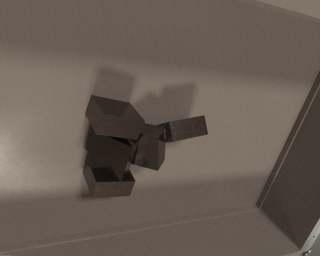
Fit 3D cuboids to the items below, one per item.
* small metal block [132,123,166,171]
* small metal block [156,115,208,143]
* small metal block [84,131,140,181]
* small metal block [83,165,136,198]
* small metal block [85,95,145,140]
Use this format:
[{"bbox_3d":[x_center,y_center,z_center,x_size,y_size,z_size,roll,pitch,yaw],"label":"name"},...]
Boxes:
[{"bbox_3d":[-0.021,0.022,0.394,0.025,0.050,0.050,-53,151,-54],"label":"small metal block"},{"bbox_3d":[0.027,0.003,0.407,0.050,0.050,0.025,-11,89,-23],"label":"small metal block"},{"bbox_3d":[-0.059,0.029,0.377,0.050,0.025,0.050,23,115,7],"label":"small metal block"},{"bbox_3d":[-0.066,0.062,0.395,0.050,0.050,0.025,4,120,-31],"label":"small metal block"},{"bbox_3d":[-0.053,-0.012,0.357,0.050,0.050,0.025,10,114,-33],"label":"small metal block"}]
